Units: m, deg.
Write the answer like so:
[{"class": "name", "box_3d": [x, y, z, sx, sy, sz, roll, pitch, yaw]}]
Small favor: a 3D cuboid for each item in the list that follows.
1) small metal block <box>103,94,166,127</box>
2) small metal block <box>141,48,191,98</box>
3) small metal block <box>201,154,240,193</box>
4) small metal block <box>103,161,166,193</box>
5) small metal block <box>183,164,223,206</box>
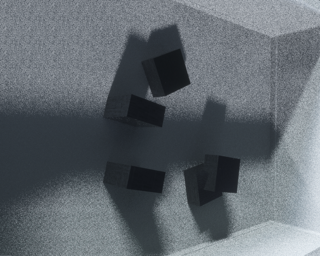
[{"class": "small metal block", "box_3d": [-0.030, -0.019, 0.365, 0.050, 0.050, 0.025, 17, 79, -39]}, {"class": "small metal block", "box_3d": [0.009, -0.073, 0.414, 0.050, 0.025, 0.050, -30, 109, -36]}, {"class": "small metal block", "box_3d": [0.089, 0.066, 0.448, 0.050, 0.025, 0.050, 13, 82, -39]}, {"class": "small metal block", "box_3d": [-0.031, 0.058, 0.365, 0.050, 0.050, 0.025, 17, 79, -39]}, {"class": "small metal block", "box_3d": [0.065, 0.082, 0.461, 0.050, 0.025, 0.050, -13, 99, -39]}]
